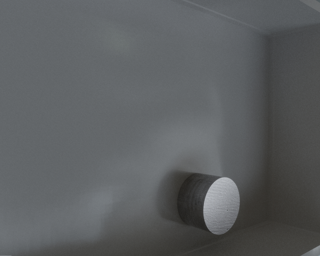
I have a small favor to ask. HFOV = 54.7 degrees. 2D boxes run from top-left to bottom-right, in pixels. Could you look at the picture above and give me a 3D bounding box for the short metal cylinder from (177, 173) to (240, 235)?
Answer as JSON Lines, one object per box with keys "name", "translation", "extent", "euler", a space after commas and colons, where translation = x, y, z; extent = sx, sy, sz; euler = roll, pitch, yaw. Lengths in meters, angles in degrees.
{"name": "short metal cylinder", "translation": [0.072, 0.109, 0.453], "extent": [0.081, 0.050, 0.079], "euler": [0, 90, -40]}
